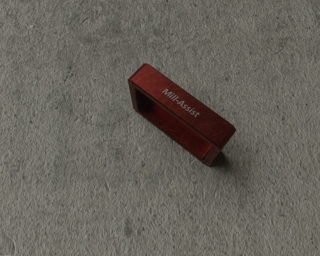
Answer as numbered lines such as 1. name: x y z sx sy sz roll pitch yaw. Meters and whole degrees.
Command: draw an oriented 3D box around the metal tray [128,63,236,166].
1. metal tray: 0.023 -0.013 0.380 0.130 0.090 0.030 38 74 12
